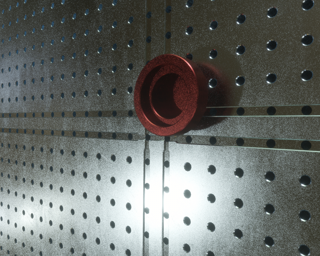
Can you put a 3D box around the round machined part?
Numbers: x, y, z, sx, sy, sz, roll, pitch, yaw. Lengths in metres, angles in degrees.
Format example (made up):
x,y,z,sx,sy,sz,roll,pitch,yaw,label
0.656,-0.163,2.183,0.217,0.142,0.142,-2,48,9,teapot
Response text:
x,y,z,sx,sy,sz,roll,pitch,yaw,label
0.017,-0.039,0.382,0.098,0.042,0.097,0,90,39,round machined part
